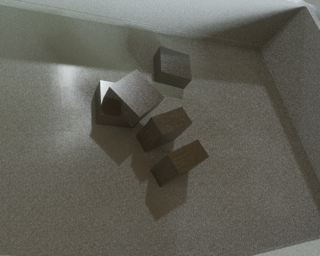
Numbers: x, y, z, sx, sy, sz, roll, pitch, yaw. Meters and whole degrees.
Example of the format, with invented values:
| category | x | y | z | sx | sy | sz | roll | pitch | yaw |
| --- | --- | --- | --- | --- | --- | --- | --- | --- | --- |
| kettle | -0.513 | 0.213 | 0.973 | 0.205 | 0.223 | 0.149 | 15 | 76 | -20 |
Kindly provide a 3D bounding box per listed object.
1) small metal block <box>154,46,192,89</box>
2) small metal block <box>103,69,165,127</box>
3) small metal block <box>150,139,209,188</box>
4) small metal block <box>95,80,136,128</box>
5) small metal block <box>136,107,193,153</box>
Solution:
| category | x | y | z | sx | sy | sz | roll | pitch | yaw |
| --- | --- | --- | --- | --- | --- | --- | --- | --- | --- |
| small metal block | 0.019 | -0.092 | 0.474 | 0.050 | 0.025 | 0.050 | 12 | 57 | -22 |
| small metal block | -0.032 | -0.037 | 0.381 | 0.050 | 0.025 | 0.050 | 46 | 51 | 3 |
| small metal block | 0.023 | 0.043 | 0.377 | 0.050 | 0.050 | 0.025 | -22 | 74 | -36 |
| small metal block | -0.054 | -0.030 | 0.396 | 0.050 | 0.025 | 0.050 | 6 | 59 | -26 |
| small metal block | 0.005 | 0.002 | 0.392 | 0.050 | 0.050 | 0.025 | -21 | 73 | -36 |
